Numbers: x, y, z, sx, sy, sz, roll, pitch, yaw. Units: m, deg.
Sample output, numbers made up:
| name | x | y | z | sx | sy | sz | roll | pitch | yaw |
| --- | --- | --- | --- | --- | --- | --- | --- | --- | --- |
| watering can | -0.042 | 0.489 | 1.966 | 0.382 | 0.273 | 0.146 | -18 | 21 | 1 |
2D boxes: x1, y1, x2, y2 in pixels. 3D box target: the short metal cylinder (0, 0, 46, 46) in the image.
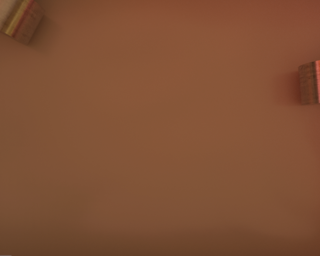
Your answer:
| name | x | y | z | sx | sy | sz | roll | pitch | yaw |
| --- | --- | --- | --- | --- | --- | --- | --- | --- | --- |
| short metal cylinder | -0.191 | -0.144 | 0.381 | 0.080 | 0.080 | 0.050 | 28 | 90 | -1 |

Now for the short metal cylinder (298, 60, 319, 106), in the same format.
| name | x | y | z | sx | sy | sz | roll | pitch | yaw |
| --- | --- | --- | --- | --- | --- | --- | --- | --- | --- |
| short metal cylinder | 0.218 | -0.057 | 0.387 | 0.081 | 0.080 | 0.050 | -5 | 90 | -1 |
